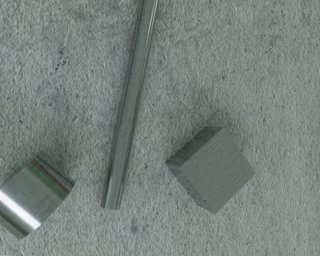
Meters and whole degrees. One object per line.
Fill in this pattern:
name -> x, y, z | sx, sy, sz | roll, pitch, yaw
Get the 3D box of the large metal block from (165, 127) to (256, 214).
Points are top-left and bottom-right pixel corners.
large metal block -> 0.068, 0.054, 0.421 | 0.080, 0.050, 0.080 | -40, 103, -16

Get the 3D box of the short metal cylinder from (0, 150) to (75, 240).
short metal cylinder -> -0.138, 0.069, 0.329 | 0.080, 0.080, 0.050 | -45, 104, -14

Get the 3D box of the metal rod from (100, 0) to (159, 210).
metal rod -> -0.035, -0.048, 0.396 | 0.025, 0.025, 0.298 | 12, 86, -20
